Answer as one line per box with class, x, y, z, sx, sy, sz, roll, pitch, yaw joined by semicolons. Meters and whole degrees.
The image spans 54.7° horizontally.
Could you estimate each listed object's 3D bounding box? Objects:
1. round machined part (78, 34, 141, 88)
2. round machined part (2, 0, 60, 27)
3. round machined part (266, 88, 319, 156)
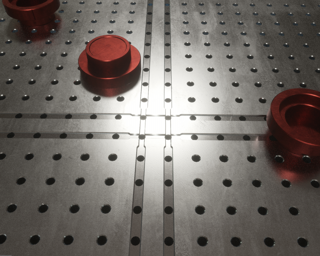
round machined part;-0.080;-0.111;0.489;0.099;0.042;0.098;0;50;0
round machined part;-0.239;-0.229;0.586;0.099;0.042;0.098;0;50;0
round machined part;0.188;-0.003;0.402;0.099;0.042;0.098;0;50;0
